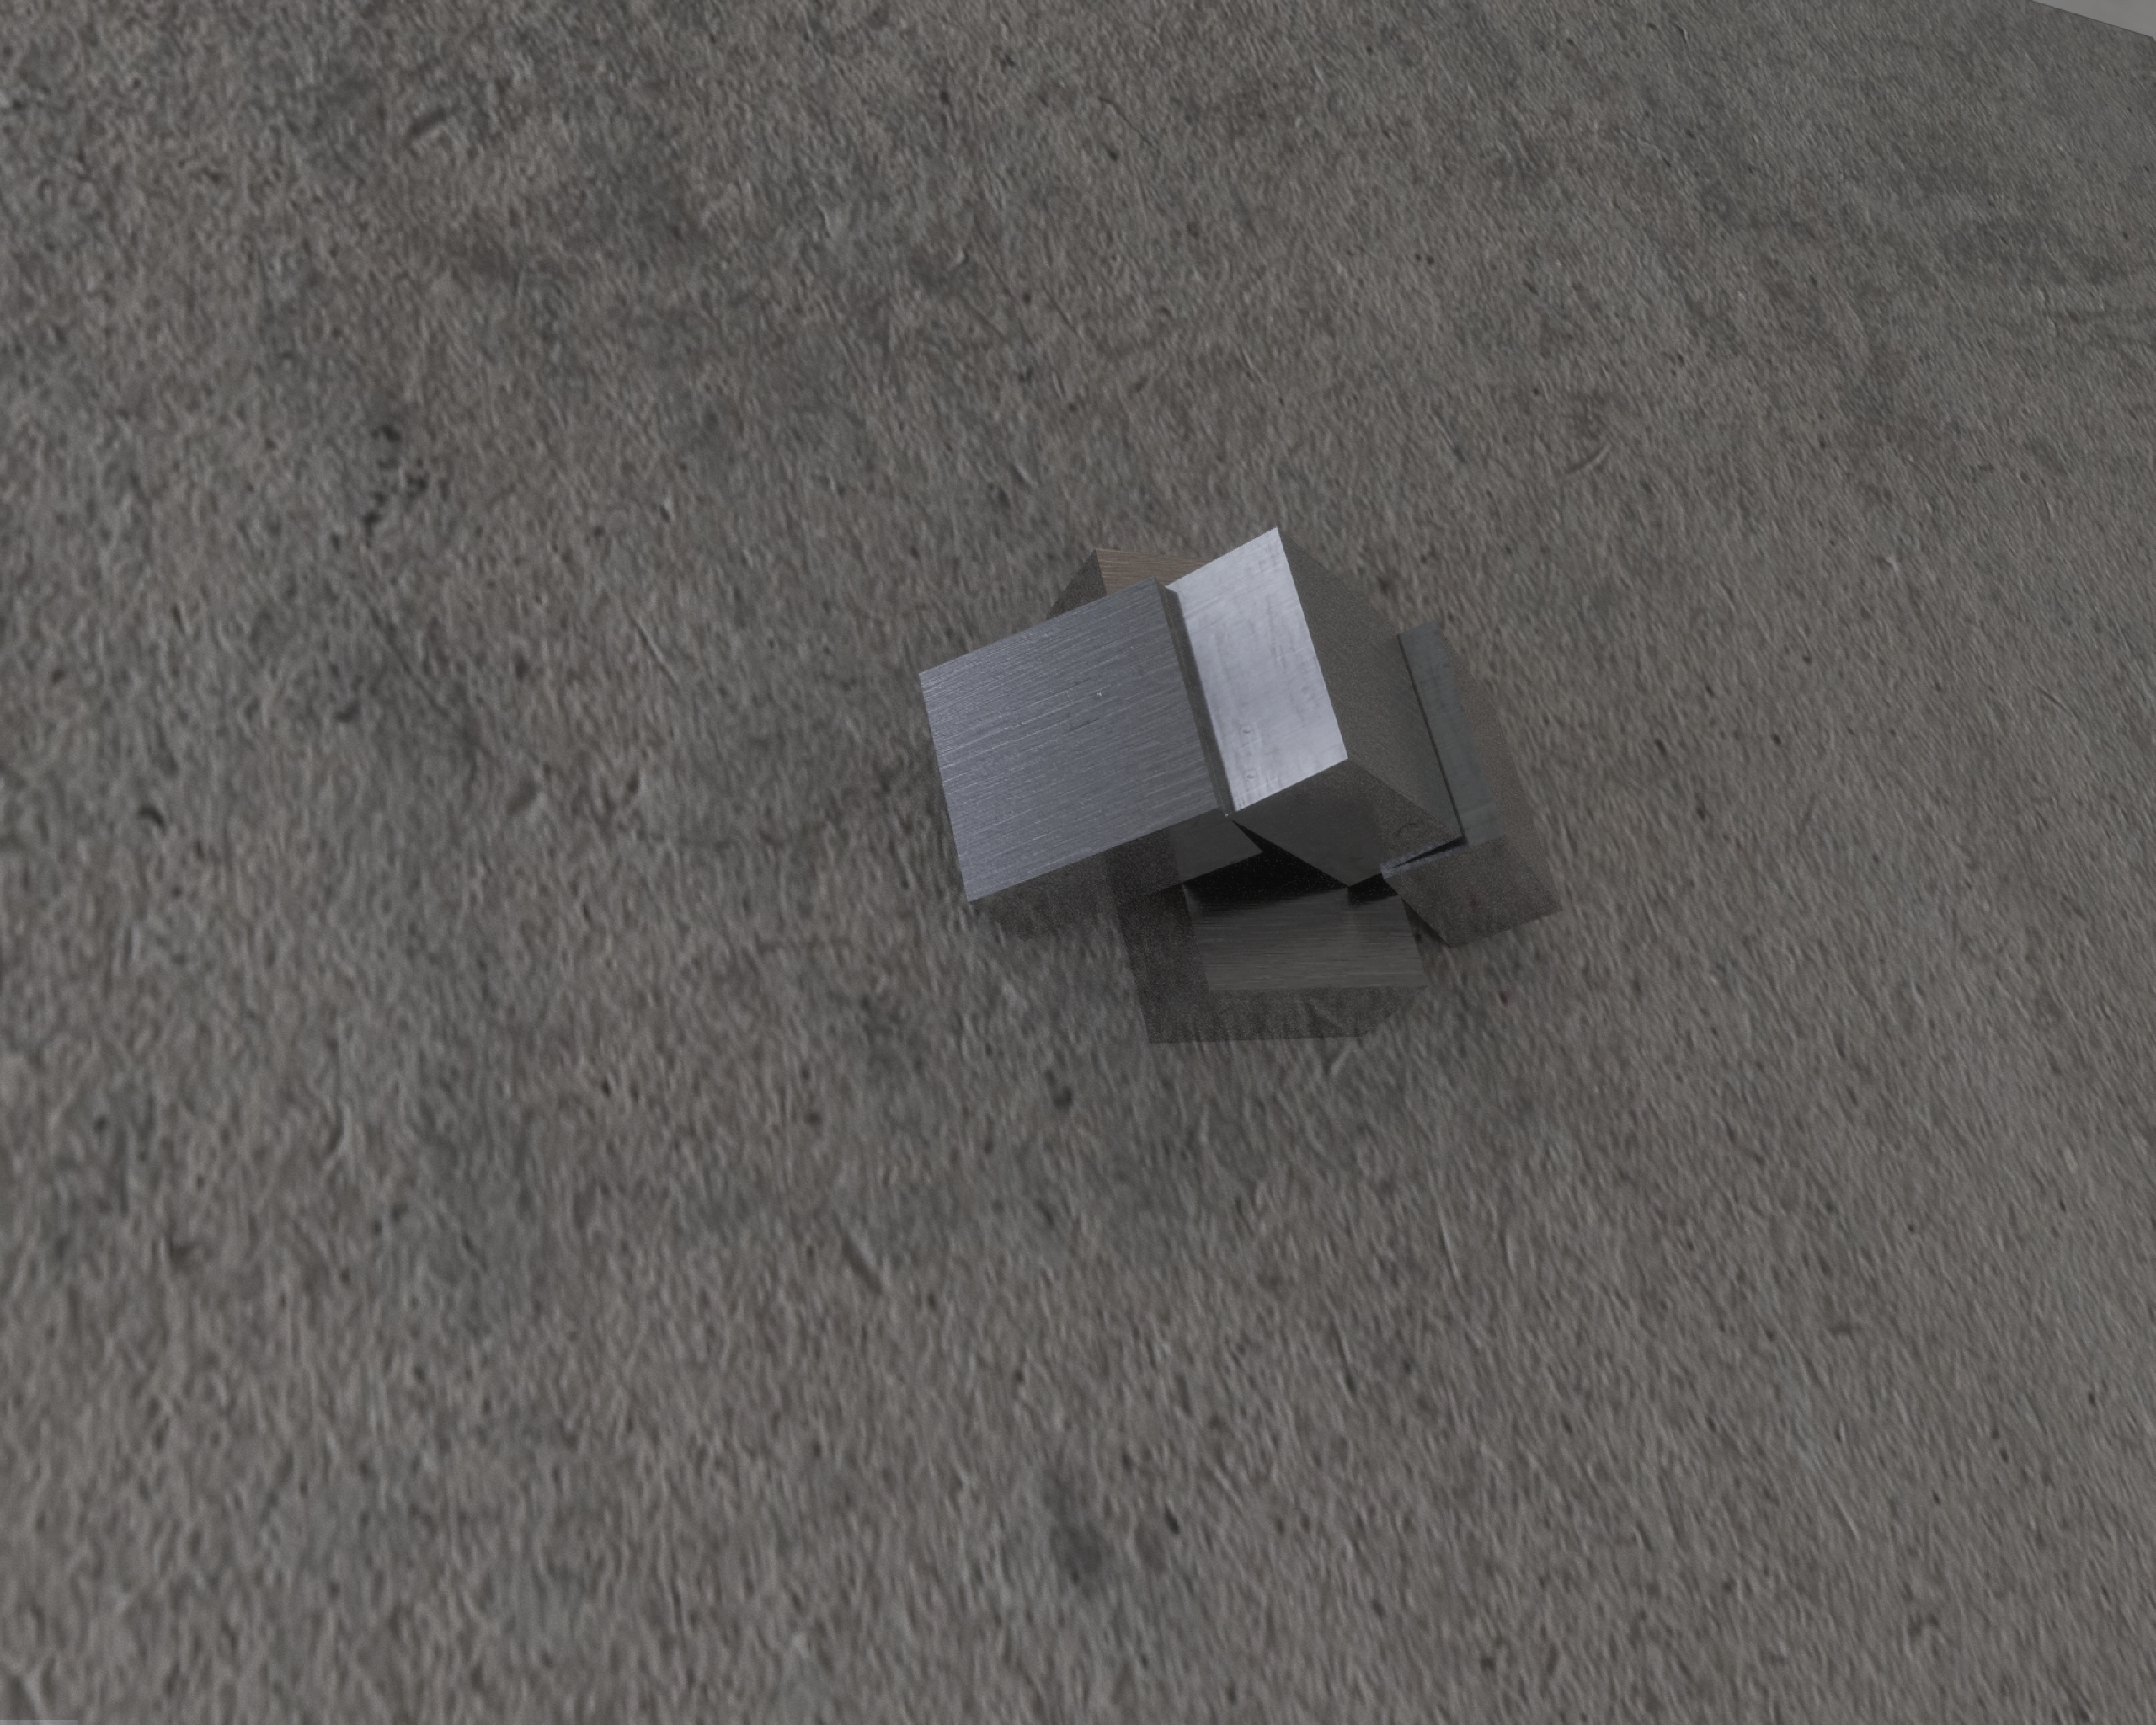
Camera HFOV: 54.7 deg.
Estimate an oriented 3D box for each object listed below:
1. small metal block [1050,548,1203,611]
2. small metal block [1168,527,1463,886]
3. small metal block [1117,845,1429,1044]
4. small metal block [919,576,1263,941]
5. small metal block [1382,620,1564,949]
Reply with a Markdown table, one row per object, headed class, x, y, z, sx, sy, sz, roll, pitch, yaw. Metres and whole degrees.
| class | x | y | z | sx | sy | sz | roll | pitch | yaw |
| --- | --- | --- | --- | --- | --- | --- | --- | --- | --- |
| small metal block | 0.026 | -0.037 | 0.440 | 0.050 | 0.025 | 0.050 | 1 | 61 | -28 |
| small metal block | 0.045 | -0.029 | 0.399 | 0.050 | 0.025 | 0.050 | 26 | 44 | -53 |
| small metal block | 0.036 | 0.008 | 0.418 | 0.050 | 0.025 | 0.050 | 1 | 61 | -28 |
| small metal block | 0.002 | -0.019 | 0.398 | 0.025 | 0.050 | 0.050 | 40 | 33 | -60 |
| small metal block | 0.077 | -0.015 | 0.437 | 0.050 | 0.025 | 0.050 | 37 | 36 | -58 |
